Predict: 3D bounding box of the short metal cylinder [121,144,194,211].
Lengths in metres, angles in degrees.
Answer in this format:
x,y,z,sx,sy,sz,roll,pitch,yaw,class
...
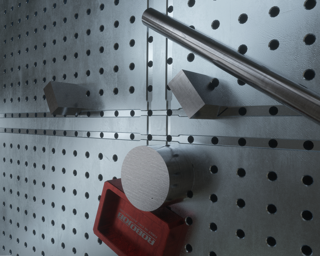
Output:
x,y,z,sx,sy,sz,roll,pitch,yaw,class
-0.004,0.061,0.396,0.080,0.050,0.080,0,90,40,short metal cylinder

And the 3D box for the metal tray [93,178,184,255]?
x,y,z,sx,sy,sz,roll,pitch,yaw,class
-0.036,0.139,0.435,0.130,0.030,0.089,25,106,37,metal tray

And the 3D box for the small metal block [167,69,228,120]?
x,y,z,sx,sy,sz,roll,pitch,yaw,class
0.044,-0.037,0.357,0.025,0.050,0.050,-44,64,31,small metal block

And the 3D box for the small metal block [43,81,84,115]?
x,y,z,sx,sy,sz,roll,pitch,yaw,class
-0.164,-0.050,0.529,0.025,0.050,0.050,-35,69,35,small metal block

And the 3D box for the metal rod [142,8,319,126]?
x,y,z,sx,sy,sz,roll,pitch,yaw,class
0.082,-0.071,0.341,0.300,0.025,0.025,39,114,33,metal rod
